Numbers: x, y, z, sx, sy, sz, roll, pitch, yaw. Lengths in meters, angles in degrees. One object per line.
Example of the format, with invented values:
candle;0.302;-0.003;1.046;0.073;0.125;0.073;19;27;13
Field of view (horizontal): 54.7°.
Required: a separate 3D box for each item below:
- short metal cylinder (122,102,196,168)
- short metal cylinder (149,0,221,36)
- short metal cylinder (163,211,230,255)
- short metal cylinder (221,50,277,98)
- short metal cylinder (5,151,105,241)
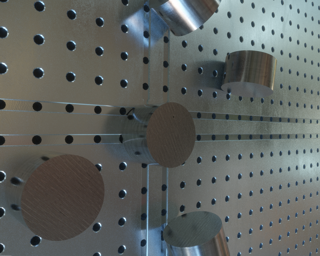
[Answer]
short metal cylinder;-0.001;0.008;0.394;0.081;0.050;0.079;0;90;-40
short metal cylinder;0.032;-0.167;0.402;0.050;0.080;0.080;41;65;-33
short metal cylinder;0.049;0.156;0.417;0.081;0.080;0.050;-26;107;-37
short metal cylinder;0.142;-0.084;0.495;0.081;0.080;0.050;17;80;-39
short metal cylinder;-0.103;0.064;0.308;0.081;0.050;0.079;0;91;-40
